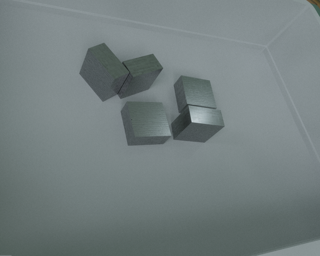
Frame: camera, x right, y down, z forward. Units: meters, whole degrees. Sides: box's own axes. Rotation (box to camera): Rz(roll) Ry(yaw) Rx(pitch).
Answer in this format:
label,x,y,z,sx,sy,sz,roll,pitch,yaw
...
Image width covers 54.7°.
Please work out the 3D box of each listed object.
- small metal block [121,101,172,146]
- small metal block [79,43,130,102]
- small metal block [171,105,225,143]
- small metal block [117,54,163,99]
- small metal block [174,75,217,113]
label,x,y,z,sx,sy,sz,roll,pitch,yaw
small metal block,-0.019,-0.006,0.399,0.050,0.025,0.050,-1,62,-29
small metal block,-0.072,-0.070,0.393,0.025,0.050,0.050,-35,82,-38
small metal block,0.050,-0.004,0.419,0.050,0.050,0.025,6,59,-25
small metal block,-0.031,-0.069,0.415,0.050,0.050,0.025,-25,76,-37
small metal block,0.052,-0.047,0.462,0.050,0.025,0.050,6,59,-25
